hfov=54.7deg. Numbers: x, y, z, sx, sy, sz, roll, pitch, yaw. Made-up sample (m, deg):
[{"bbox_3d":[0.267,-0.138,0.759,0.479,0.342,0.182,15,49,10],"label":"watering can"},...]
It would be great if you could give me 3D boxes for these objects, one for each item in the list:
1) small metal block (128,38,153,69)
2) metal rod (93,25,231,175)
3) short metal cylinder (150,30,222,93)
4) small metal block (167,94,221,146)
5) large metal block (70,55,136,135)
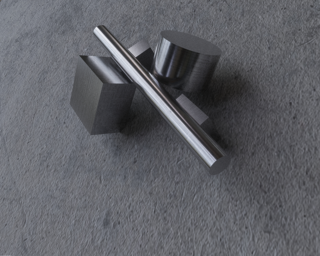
[{"bbox_3d":[-0.029,-0.096,0.462,0.050,0.050,0.025,-34,52,6],"label":"small metal block"},{"bbox_3d":[-0.017,-0.056,0.383,0.025,0.025,0.300,-40,51,1],"label":"metal rod"},{"bbox_3d":[0.032,-0.086,0.397,0.080,0.081,0.050,45,129,39],"label":"short metal cylinder"},{"bbox_3d":[0.041,-0.006,0.367,0.025,0.050,0.050,-42,51,0],"label":"small metal block"},{"bbox_3d":[-0.083,-0.047,0.437,0.080,0.050,0.079,47,129,38],"label":"large metal block"}]
